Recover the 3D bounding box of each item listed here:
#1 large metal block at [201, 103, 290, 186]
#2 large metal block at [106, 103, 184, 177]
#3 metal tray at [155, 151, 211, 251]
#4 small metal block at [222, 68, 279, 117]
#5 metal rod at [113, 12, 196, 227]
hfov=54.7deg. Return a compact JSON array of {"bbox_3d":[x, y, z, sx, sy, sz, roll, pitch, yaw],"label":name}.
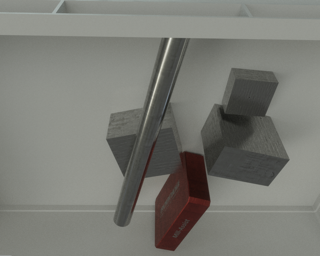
[{"bbox_3d":[0.103,0.020,0.392,0.081,0.080,0.050,12,129,-11],"label":"large metal block"},{"bbox_3d":[-0.016,0.020,0.409,0.080,0.050,0.080,-10,130,8],"label":"large metal block"},{"bbox_3d":[0.028,0.110,0.460,0.030,0.090,0.129,16,128,-13],"label":"metal tray"},{"bbox_3d":[0.107,-0.043,0.375,0.050,0.025,0.050,4,130,-4],"label":"small metal block"},{"bbox_3d":[-0.018,0.018,0.357,0.025,0.025,0.298,11,127,-10],"label":"metal rod"}]
